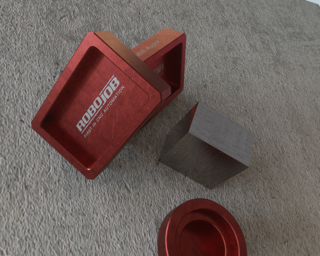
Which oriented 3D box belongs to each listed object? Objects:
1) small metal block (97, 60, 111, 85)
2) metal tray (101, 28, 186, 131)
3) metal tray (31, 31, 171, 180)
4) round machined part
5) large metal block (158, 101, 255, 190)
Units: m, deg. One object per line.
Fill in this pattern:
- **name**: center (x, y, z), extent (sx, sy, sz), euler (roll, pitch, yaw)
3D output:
- **small metal block**: center (-0.049, -0.071, 0.404), extent (0.025, 0.050, 0.050), euler (48, 51, 5)
- **metal tray**: center (-0.014, -0.059, 0.388), extent (0.030, 0.089, 0.131), euler (23, 46, 25)
- **metal tray**: center (-0.063, -0.020, 0.313), extent (0.090, 0.129, 0.030), euler (43, 27, 1)
- **round machined part**: center (0.041, 0.130, 0.336), extent (0.099, 0.042, 0.098), euler (14, 56, -21)
- **large metal block**: center (0.056, 0.024, 0.384), extent (0.080, 0.080, 0.050), euler (30, 52, -9)
